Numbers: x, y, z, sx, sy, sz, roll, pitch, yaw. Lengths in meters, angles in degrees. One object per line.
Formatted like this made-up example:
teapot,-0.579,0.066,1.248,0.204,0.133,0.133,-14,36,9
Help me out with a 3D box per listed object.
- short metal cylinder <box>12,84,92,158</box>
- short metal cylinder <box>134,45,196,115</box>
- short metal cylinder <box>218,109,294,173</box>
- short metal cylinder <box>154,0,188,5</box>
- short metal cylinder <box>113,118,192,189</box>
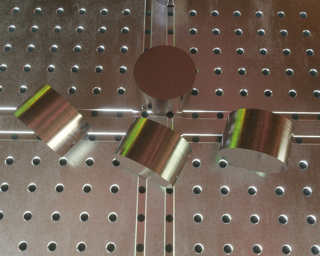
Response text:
short metal cylinder,-0.132,-0.008,0.385,0.080,0.080,0.050,39,75,13
short metal cylinder,0.006,-0.064,0.422,0.081,0.050,0.080,0,70,0
short metal cylinder,0.117,0.017,0.377,0.080,0.080,0.050,17,71,6
short metal cylinder,0.017,-0.243,0.487,0.081,0.050,0.080,0,70,0
short metal cylinder,-0.009,0.031,0.371,0.080,0.080,0.050,27,72,9
